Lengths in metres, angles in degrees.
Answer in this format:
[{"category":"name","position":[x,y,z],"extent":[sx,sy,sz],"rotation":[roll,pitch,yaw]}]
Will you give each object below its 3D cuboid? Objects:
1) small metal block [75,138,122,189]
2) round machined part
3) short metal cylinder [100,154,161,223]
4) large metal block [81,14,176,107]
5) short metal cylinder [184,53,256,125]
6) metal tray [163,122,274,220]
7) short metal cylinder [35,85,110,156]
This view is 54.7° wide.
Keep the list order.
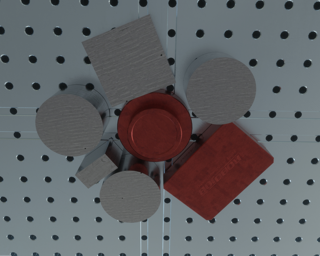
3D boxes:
[{"category":"small metal block","position":[-0.080,0.047,0.415],"extent":[0.050,0.050,0.025],"rotation":[-35,106,12]},{"category":"round machined part","position":[-0.007,0.001,0.404],"extent":[0.099,0.042,0.097],"rotation":[0,110,0]},{"category":"short metal cylinder","position":[-0.039,0.083,0.429],"extent":[0.081,0.050,0.079],"rotation":[0,110,0]},{"category":"large metal block","position":[-0.034,-0.081,0.370],"extent":[0.080,0.050,0.080],"rotation":[-20,109,7]},{"category":"short metal cylinder","position":[0.071,-0.050,0.381],"extent":[0.081,0.050,0.079],"rotation":[0,110,0]},{"category":"metal tray","position":[0.078,0.057,0.431],"extent":[0.090,0.030,0.130],"rotation":[39,105,-13]},{"category":"short metal cylinder","position":[-0.108,-0.011,0.394],"extent":[0.081,0.050,0.079],"rotation":[0,110,0]}]
